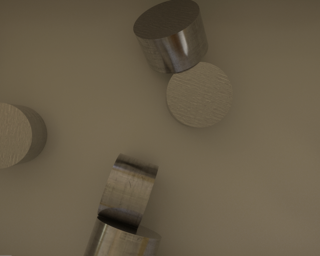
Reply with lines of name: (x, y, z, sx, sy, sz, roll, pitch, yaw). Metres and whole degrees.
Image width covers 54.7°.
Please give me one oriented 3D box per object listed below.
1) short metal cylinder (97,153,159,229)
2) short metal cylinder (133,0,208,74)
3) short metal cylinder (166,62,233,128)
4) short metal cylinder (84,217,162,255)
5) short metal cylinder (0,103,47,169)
short metal cylinder: (-0.038, 0.077, 0.383, 0.050, 0.080, 0.080, 19, 90, 0)
short metal cylinder: (0.014, -0.112, 0.378, 0.080, 0.050, 0.080, -12, 47, 13)
short metal cylinder: (0.048, -0.040, 0.399, 0.081, 0.050, 0.080, 0, 90, 0)
short metal cylinder: (-0.044, 0.141, 0.364, 0.080, 0.080, 0.050, 18, 80, 0)
short metal cylinder: (-0.194, 0.009, 0.397, 0.081, 0.050, 0.080, 0, 90, 0)
